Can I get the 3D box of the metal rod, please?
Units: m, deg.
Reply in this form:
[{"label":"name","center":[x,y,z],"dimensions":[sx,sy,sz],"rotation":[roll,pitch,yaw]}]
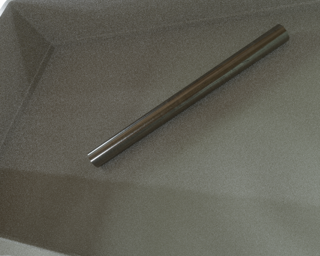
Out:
[{"label":"metal rod","center":[0.033,-0.039,0.411],"dimensions":[0.300,0.025,0.025],"rotation":[-34,52,5]}]
